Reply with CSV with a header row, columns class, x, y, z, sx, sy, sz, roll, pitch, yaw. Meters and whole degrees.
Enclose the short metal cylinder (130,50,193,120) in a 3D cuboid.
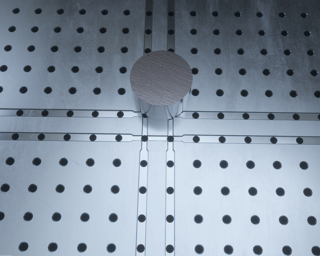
class,x,y,z,sx,sy,sz,roll,pitch,yaw
short metal cylinder,0.002,-0.057,0.419,0.080,0.050,0.080,0,70,0
